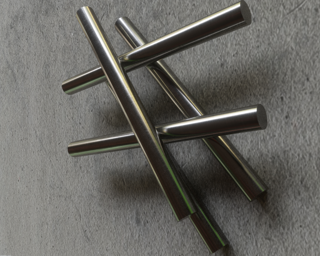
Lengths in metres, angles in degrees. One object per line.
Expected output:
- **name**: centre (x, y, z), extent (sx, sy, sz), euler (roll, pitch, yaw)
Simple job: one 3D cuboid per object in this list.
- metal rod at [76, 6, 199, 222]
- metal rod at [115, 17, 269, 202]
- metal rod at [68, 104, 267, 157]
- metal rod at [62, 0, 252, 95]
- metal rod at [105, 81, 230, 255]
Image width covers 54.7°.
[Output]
- **metal rod**: centre (-0.037, -0.033, 0.370), extent (0.025, 0.025, 0.299), euler (-42, 65, 32)
- **metal rod**: centre (0.024, -0.040, 0.384), extent (0.025, 0.025, 0.299), euler (-50, 61, 28)
- **metal rod**: centre (-0.018, 0.011, 0.387), extent (0.300, 0.025, 0.025), euler (-11, 83, 39)
- **metal rod**: centre (-0.030, -0.089, 0.397), extent (0.300, 0.025, 0.025), euler (-12, 83, 39)
- **metal rod**: centre (-0.007, 0.022, 0.410), extent (0.025, 0.025, 0.299), euler (-48, 62, 29)
